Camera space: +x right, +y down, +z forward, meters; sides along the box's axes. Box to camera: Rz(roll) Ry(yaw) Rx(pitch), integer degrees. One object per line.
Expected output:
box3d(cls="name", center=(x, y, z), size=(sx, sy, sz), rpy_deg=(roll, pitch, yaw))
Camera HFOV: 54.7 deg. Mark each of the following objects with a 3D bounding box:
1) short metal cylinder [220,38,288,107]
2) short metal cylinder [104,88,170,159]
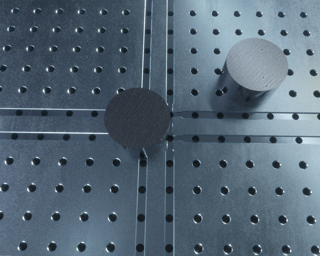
box3d(cls="short metal cylinder", center=(0.127, -0.076, 0.427), size=(0.081, 0.050, 0.080), rpy_deg=(0, 70, 0))
box3d(cls="short metal cylinder", center=(-0.027, -0.005, 0.400), size=(0.081, 0.050, 0.080), rpy_deg=(0, 70, 0))
